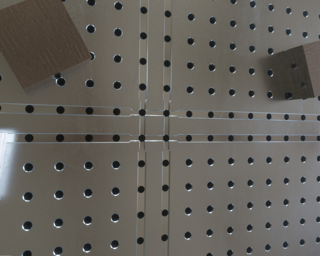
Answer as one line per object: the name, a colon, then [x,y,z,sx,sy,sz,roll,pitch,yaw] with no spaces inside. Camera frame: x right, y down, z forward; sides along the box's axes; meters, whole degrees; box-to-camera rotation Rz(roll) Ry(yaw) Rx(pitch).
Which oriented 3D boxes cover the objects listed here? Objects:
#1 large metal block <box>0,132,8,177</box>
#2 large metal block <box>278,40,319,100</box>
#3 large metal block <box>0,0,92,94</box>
large metal block: [-0.207,0.038,0.302,0.080,0.050,0.080,12,85,-60]
large metal block: [0.247,-0.095,0.493,0.081,0.050,0.080,-18,96,-20]
large metal block: [-0.136,-0.095,0.349,0.080,0.050,0.080,-31,100,-18]
